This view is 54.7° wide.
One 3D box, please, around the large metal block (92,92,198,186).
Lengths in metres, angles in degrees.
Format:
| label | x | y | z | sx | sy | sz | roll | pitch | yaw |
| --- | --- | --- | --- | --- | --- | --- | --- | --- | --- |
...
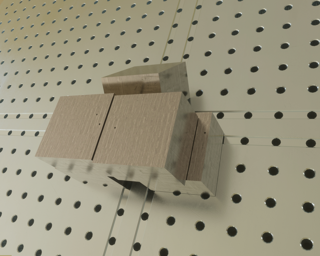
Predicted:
| label | x | y | z | sx | sy | sz | roll | pitch | yaw |
| --- | --- | --- | --- | --- | --- | --- | --- | --- | --- |
| large metal block | -0.013 | 0.011 | 0.324 | 0.080 | 0.050 | 0.080 | 0 | 62 | 28 |

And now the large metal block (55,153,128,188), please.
| label | x | y | z | sx | sy | sz | roll | pitch | yaw |
| --- | --- | --- | --- | --- | --- | --- | --- | --- | --- |
| large metal block | -0.080 | 0.030 | 0.415 | 0.080 | 0.050 | 0.080 | 2 | 62 | 28 |

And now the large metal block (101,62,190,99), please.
| label | x | y | z | sx | sy | sz | roll | pitch | yaw |
| --- | --- | --- | --- | --- | --- | --- | --- | --- | --- |
| large metal block | -0.016 | -0.052 | 0.404 | 0.080 | 0.050 | 0.080 | 1 | 20 | 28 |

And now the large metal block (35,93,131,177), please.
| label | x | y | z | sx | sy | sz | roll | pitch | yaw |
| --- | --- | --- | --- | --- | --- | --- | --- | --- | --- |
| large metal block | -0.085 | 0.008 | 0.362 | 0.080 | 0.050 | 0.080 | 0 | 62 | 28 |

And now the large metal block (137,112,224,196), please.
| label | x | y | z | sx | sy | sz | roll | pitch | yaw |
| --- | --- | --- | --- | --- | --- | --- | --- | --- | --- |
| large metal block | 0.024 | 0.030 | 0.360 | 0.080 | 0.050 | 0.080 | -1 | 61 | 27 |
